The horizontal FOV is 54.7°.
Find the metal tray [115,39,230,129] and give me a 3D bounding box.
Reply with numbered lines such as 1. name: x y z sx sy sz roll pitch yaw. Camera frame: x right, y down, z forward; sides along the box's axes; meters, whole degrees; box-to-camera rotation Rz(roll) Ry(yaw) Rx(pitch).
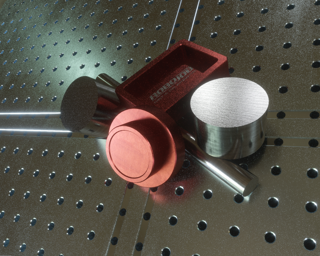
1. metal tray: 0.017 -0.061 0.415 0.131 0.030 0.090 -40 50 -17

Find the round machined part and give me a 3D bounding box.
1. round machined part: -0.024 0.025 0.360 0.098 0.042 0.097 11 110 31

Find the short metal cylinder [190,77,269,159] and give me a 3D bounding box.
1. short metal cylinder: 0.077 -0.012 0.344 0.080 0.050 0.080 -7 45 7

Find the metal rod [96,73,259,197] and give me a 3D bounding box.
1. metal rod: 0.000 -0.009 0.414 0.025 0.025 0.300 -49 51 -6

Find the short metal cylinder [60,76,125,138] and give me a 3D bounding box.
1. short metal cylinder: -0.097 -0.029 0.446 0.080 0.050 0.080 -11 72 36
